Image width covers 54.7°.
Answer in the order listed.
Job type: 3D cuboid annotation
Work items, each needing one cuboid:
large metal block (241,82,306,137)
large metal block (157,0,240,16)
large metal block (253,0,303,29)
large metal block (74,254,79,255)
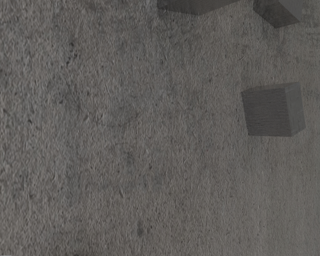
[{"bbox_3d":[0.194,-0.031,0.531,0.050,0.080,0.080,-21,104,-38],"label":"large metal block"},{"bbox_3d":[0.051,-0.190,0.411,0.081,0.080,0.050,-9,96,-40],"label":"large metal block"},{"bbox_3d":[0.222,-0.244,0.573,0.081,0.050,0.080,17,79,-39],"label":"large metal block"},{"bbox_3d":[-0.089,0.194,0.315,0.080,0.050,0.080,-37,113,-34],"label":"large metal block"}]
